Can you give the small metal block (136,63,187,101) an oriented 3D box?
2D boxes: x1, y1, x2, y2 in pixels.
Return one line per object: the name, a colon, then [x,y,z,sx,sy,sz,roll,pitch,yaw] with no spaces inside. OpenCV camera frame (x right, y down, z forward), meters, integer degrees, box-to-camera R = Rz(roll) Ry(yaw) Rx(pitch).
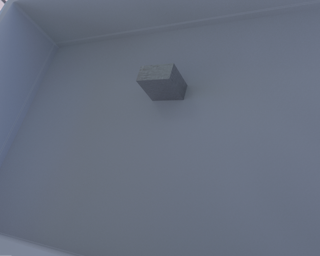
small metal block: [0.003,-0.062,0.427,0.050,0.050,0.025,1,63,29]
